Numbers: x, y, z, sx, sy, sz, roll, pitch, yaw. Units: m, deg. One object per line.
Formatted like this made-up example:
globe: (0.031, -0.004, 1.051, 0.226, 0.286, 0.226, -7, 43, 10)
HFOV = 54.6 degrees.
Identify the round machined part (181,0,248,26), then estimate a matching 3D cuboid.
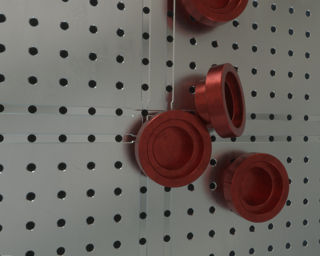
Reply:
round machined part: (0.070, -0.190, 0.429, 0.099, 0.042, 0.097, 0, 90, -20)

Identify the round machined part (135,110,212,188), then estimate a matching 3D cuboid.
round machined part: (0.014, 0.025, 0.407, 0.099, 0.042, 0.097, -1, 92, -18)

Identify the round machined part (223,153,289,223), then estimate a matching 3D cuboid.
round machined part: (0.135, 0.084, 0.453, 0.099, 0.042, 0.097, 0, 90, -20)

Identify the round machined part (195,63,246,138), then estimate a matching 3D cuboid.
round machined part: (0.080, -0.034, 0.415, 0.098, 0.042, 0.098, 21, 65, -56)
